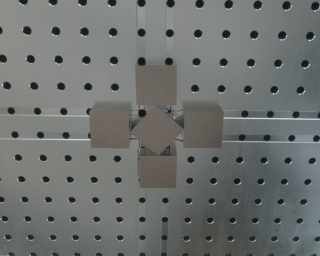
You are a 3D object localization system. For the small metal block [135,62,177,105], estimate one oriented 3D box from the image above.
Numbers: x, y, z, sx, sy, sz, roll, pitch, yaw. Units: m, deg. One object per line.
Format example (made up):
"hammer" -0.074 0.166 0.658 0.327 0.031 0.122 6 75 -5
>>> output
"small metal block" -0.005 -0.056 0.393 0.050 0.025 0.050 -1 110 -1

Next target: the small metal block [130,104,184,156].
"small metal block" -0.004 0.000 0.413 0.050 0.025 0.050 40 105 -14

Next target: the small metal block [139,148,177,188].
"small metal block" -0.003 0.056 0.434 0.050 0.025 0.050 0 110 -1

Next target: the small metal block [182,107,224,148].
"small metal block" 0.056 -0.001 0.414 0.050 0.025 0.050 0 110 -1

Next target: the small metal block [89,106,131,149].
"small metal block" -0.065 -0.001 0.412 0.050 0.025 0.050 1 110 -1
